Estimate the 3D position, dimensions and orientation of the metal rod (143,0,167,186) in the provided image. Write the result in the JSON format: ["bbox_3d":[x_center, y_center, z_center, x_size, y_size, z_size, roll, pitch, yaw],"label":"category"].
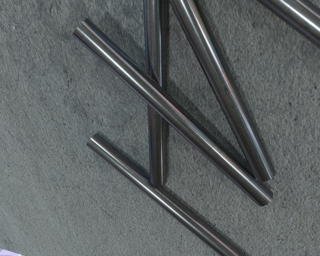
[{"bbox_3d":[-0.004,-0.051,0.377,0.025,0.025,0.298,13,124,21],"label":"metal rod"}]

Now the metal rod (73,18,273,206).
[{"bbox_3d":[0.024,-0.010,0.362,0.300,0.025,0.025,42,130,-11],"label":"metal rod"}]

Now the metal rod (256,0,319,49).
[{"bbox_3d":[0.070,-0.145,0.279,0.300,0.025,0.025,38,129,2],"label":"metal rod"}]

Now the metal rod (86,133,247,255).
[{"bbox_3d":[0.012,0.112,0.469,0.300,0.025,0.025,39,129,1],"label":"metal rod"}]

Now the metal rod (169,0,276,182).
[{"bbox_3d":[0.056,-0.064,0.322,0.025,0.025,0.299,-16,115,34],"label":"metal rod"}]
